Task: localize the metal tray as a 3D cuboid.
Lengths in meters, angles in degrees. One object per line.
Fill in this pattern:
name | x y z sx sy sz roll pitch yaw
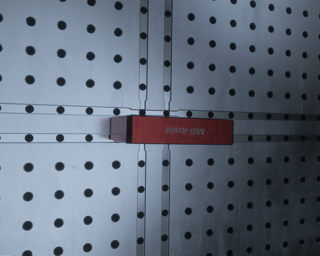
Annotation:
metal tray | 0.012 0.003 0.383 0.131 0.090 0.030 2 90 -20
